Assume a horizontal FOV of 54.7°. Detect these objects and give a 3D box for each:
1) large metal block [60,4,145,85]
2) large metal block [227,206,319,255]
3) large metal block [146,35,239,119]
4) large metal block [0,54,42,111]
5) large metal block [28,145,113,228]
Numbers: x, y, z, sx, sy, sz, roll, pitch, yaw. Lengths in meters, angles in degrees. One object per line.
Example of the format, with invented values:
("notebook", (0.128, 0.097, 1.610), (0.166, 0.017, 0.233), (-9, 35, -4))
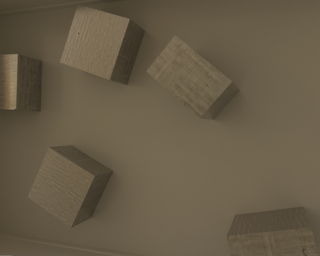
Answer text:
("large metal block", (-0.077, -0.112, 0.423), (0.080, 0.050, 0.080), (22, 97, 18))
("large metal block", (0.123, 0.125, 0.338), (0.080, 0.080, 0.050), (-13, 86, 19))
("large metal block", (0.043, -0.055, 0.366), (0.080, 0.080, 0.050), (43, 103, 14))
("large metal block", (-0.233, -0.067, 0.477), (0.080, 0.050, 0.079), (2, 91, 19))
("large metal block", (-0.127, 0.080, 0.440), (0.080, 0.050, 0.080), (28, 99, 17))
